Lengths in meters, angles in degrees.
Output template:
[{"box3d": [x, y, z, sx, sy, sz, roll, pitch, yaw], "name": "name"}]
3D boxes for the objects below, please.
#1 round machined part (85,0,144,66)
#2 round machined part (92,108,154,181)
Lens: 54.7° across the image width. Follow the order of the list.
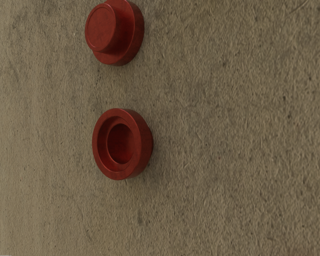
[{"box3d": [-0.073, -0.142, 0.454, 0.098, 0.042, 0.097, 0, 90, 40], "name": "round machined part"}, {"box3d": [-0.048, 0.022, 0.434, 0.098, 0.042, 0.097, 0, 90, 40], "name": "round machined part"}]
